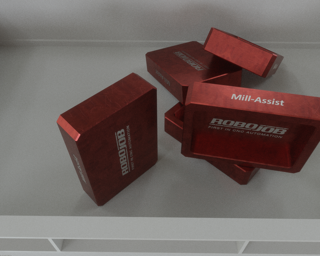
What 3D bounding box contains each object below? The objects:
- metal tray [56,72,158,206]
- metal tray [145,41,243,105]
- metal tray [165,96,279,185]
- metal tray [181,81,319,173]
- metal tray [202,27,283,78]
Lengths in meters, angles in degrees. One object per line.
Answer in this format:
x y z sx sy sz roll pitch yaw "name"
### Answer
-0.045 0.017 0.322 0.091 0.129 0.030 -36 59 -26 "metal tray"
0.045 -0.085 0.450 0.091 0.030 0.130 -18 37 -17 "metal tray"
0.081 0.001 0.400 0.130 0.030 0.090 35 58 26 "metal tray"
0.090 0.002 0.321 0.131 0.090 0.030 8 51 7 "metal tray"
0.124 -0.107 0.443 0.090 0.030 0.131 30 22 17 "metal tray"
